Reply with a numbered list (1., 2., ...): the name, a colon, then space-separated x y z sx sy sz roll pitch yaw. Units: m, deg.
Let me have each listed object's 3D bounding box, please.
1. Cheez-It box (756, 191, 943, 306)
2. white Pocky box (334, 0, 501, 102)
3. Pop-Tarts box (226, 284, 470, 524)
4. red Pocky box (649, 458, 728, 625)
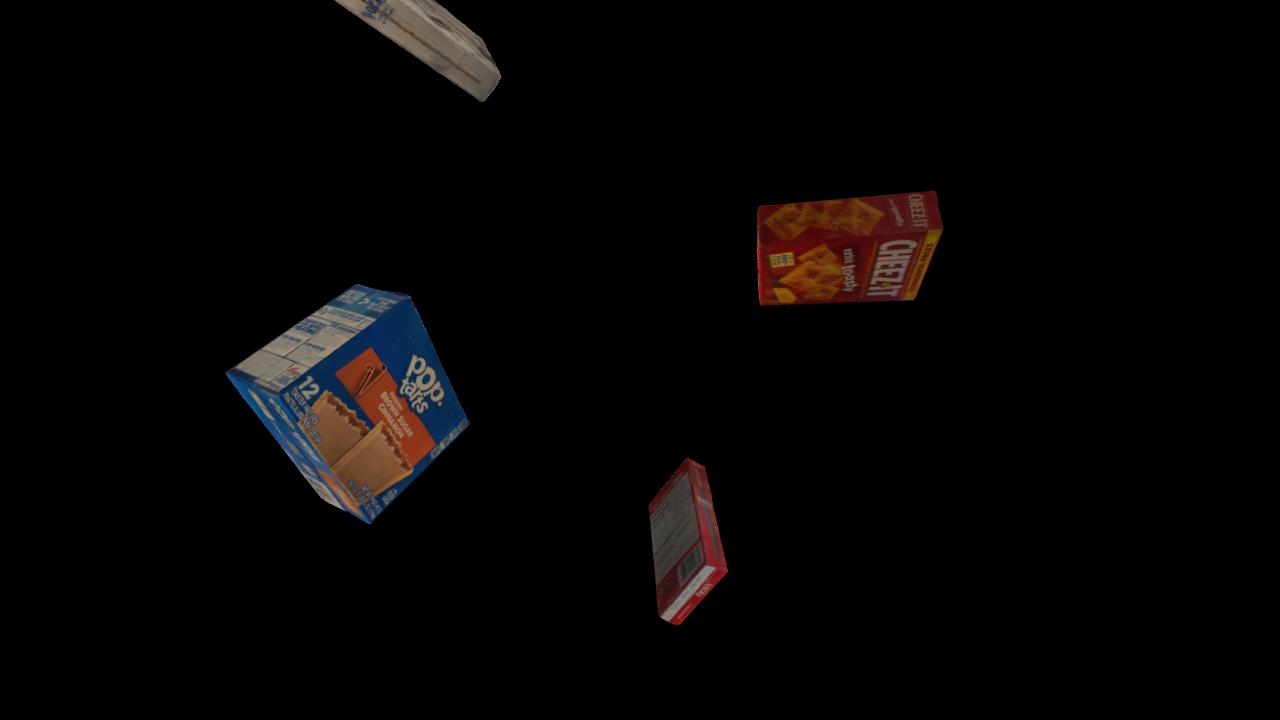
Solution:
1. Cheez-It box: 0.274 -0.144 0.841 0.223 0.071 0.166 -2 -25 10
2. white Pocky box: -0.168 -0.240 0.409 0.154 0.084 0.028 25 -61 -43
3. Pop-Tarts box: -0.258 0.040 0.574 0.083 0.167 0.141 15 46 28
4. red Pocky box: 0.045 0.177 0.625 0.028 0.083 0.155 27 24 -16
